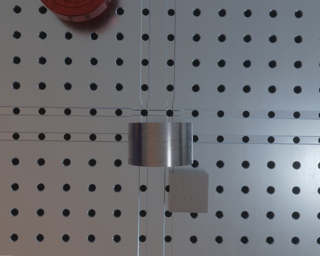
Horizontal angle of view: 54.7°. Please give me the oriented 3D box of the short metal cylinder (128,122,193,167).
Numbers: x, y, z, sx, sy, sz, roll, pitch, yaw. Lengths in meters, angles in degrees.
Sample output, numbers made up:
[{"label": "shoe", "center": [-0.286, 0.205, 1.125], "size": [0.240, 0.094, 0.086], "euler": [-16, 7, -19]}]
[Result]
[{"label": "short metal cylinder", "center": [0.001, 0.018, 0.386], "size": [0.081, 0.080, 0.050], "euler": [0, 90, 0]}]

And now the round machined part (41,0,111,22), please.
[{"label": "round machined part", "center": [-0.108, -0.187, 0.404], "size": [0.099, 0.042, 0.097], "euler": [0, 90, 0]}]

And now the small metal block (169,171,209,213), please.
[{"label": "small metal block", "center": [0.037, 0.085, 0.414], "size": [0.050, 0.025, 0.050], "euler": [2, 90, 0]}]
